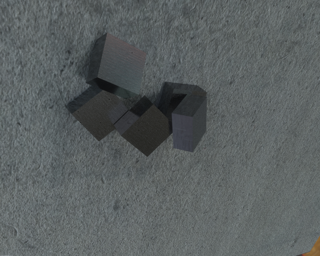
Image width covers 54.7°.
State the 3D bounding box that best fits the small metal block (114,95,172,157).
[{"bbox_3d":[-0.016,-0.002,0.366,0.050,0.025,0.050,-44,130,2],"label":"small metal block"}]

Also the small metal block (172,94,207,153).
[{"bbox_3d":[0.037,-0.007,0.377,0.050,0.025,0.050,-51,145,-48],"label":"small metal block"}]

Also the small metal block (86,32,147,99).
[{"bbox_3d":[-0.046,-0.064,0.330,0.050,0.025,0.050,20,71,-36],"label":"small metal block"}]

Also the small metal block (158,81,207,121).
[{"bbox_3d":[0.027,-0.031,0.406,0.050,0.025,0.050,2,118,-30],"label":"small metal block"}]

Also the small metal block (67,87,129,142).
[{"bbox_3d":[-0.069,-0.021,0.358,0.050,0.025,0.050,-38,130,-3],"label":"small metal block"}]
